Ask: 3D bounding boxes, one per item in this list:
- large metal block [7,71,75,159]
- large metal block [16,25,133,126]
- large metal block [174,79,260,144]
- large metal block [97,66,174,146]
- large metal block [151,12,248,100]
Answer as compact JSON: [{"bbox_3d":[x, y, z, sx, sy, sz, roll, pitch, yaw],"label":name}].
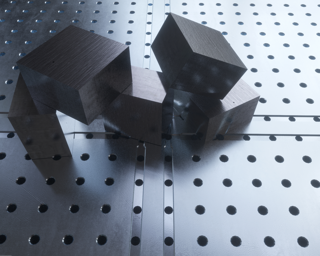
[{"bbox_3d":[-0.141,-0.019,0.385,0.050,0.080,0.080,-5,50,-4],"label":"large metal block"},{"bbox_3d":[-0.088,-0.060,0.335,0.080,0.050,0.080,25,54,19],"label":"large metal block"},{"bbox_3d":[0.073,-0.037,0.423,0.081,0.050,0.080,-24,54,-19],"label":"large metal block"},{"bbox_3d":[-0.028,-0.030,0.396,0.080,0.080,0.050,15,52,11],"label":"large metal block"},{"bbox_3d":[0.045,-0.086,0.375,0.081,0.050,0.080,8,44,-32],"label":"large metal block"}]
